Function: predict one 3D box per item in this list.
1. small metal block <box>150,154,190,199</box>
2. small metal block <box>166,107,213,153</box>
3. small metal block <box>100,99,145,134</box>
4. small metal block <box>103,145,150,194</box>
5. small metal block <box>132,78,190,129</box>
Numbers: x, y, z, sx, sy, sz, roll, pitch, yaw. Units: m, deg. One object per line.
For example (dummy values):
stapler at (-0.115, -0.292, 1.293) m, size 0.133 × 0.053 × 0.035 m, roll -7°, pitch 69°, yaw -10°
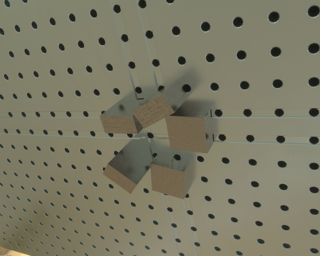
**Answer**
small metal block at (0.015, 0.070, 0.447) m, size 0.050 × 0.025 × 0.050 m, roll 12°, pitch 124°, yaw 22°
small metal block at (0.038, 0.002, 0.393) m, size 0.050 × 0.025 × 0.050 m, roll 4°, pitch 121°, yaw 26°
small metal block at (-0.042, -0.016, 0.408) m, size 0.050 × 0.050 × 0.025 m, roll 1°, pitch 119°, yaw 28°
small metal block at (-0.047, 0.061, 0.458) m, size 0.050 × 0.050 × 0.025 m, roll 35°, pitch 129°, yaw 5°
small metal block at (0.002, -0.030, 0.376) m, size 0.050 × 0.050 × 0.025 m, roll -27°, pitch 103°, yaw 37°
